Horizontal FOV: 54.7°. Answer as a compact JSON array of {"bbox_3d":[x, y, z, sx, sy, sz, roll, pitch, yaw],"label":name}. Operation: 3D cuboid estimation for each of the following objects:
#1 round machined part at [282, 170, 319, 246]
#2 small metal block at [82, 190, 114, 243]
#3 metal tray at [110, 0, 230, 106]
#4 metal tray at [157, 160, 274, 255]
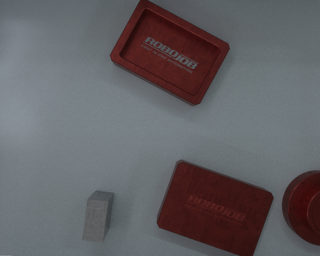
[{"bbox_3d":[0.217,0.107,0.406,0.099,0.042,0.097,0,90,-1],"label":"round machined part"},{"bbox_3d":[-0.078,0.112,0.398,0.025,0.050,0.050,8,90,0],"label":"small metal block"},{"bbox_3d":[0.013,-0.097,0.408,0.130,0.030,0.090,28,90,-1],"label":"metal tray"},{"bbox_3d":[0.071,0.105,0.410,0.131,0.030,0.090,20,90,-1],"label":"metal tray"}]
